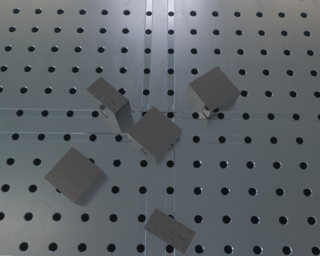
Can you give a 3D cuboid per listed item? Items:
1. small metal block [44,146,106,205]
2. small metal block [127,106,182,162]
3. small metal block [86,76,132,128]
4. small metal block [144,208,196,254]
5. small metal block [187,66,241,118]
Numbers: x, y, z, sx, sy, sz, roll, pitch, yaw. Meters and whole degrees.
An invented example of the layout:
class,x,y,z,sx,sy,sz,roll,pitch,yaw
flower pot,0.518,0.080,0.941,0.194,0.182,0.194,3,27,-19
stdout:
class,x,y,z,sx,sy,sz,roll,pitch,yaw
small metal block,-0.106,0.060,0.389,0.050,0.025,0.050,36,74,12
small metal block,-0.007,0.008,0.409,0.050,0.025,0.050,40,75,13
small metal block,-0.066,-0.033,0.410,0.050,0.050,0.025,40,75,13
small metal block,0.011,0.118,0.355,0.050,0.050,0.025,29,73,10
small metal block,0.074,-0.050,0.430,0.050,0.025,0.050,-32,73,-11
